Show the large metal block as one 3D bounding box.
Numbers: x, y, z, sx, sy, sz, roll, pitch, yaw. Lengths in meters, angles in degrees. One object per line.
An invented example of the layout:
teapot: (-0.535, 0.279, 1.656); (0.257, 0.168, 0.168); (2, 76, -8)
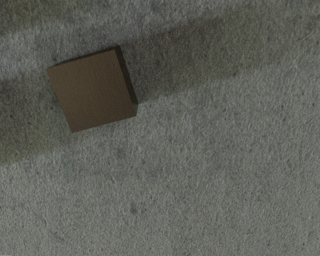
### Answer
large metal block: (-0.078, -0.048, 0.378); (0.080, 0.050, 0.080); (-15, 110, 5)
